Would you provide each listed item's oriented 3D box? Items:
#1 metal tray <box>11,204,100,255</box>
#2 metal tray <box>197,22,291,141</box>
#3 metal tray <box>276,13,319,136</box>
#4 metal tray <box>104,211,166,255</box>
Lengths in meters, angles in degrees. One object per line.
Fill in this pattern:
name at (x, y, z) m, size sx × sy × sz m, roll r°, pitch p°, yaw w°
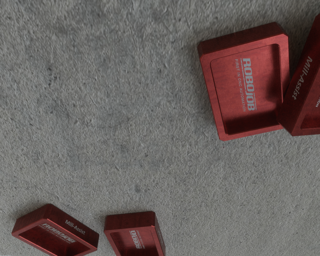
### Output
metal tray at (-0.188, 0.197, 0.569) m, size 0.090 × 0.030 × 0.130 m, roll -28°, pitch 125°, yaw 21°
metal tray at (0.102, -0.048, 0.364) m, size 0.090 × 0.030 × 0.129 m, roll -13°, pitch 129°, yaw 10°
metal tray at (0.191, -0.054, 0.335) m, size 0.091 × 0.030 × 0.129 m, roll -4°, pitch 125°, yaw -17°
metal tray at (-0.043, 0.210, 0.581) m, size 0.090 × 0.030 × 0.129 m, roll -7°, pitch 130°, yaw 6°
